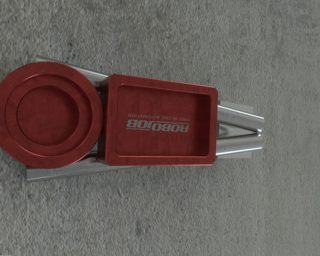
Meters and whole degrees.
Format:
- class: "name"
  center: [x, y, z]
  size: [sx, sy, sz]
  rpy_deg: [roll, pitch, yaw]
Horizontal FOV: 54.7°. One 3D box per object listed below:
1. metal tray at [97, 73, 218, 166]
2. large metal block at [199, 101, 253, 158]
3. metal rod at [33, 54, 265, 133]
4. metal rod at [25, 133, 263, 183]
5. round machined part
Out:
- class: "metal tray"
  center: [0.001, -0.005, 0.338]
  size: [0.131, 0.030, 0.089]
  rpy_deg: [3, 88, -28]
- class: "large metal block"
  center: [0.096, 0.004, 0.471]
  size: [0.081, 0.050, 0.080]
  rpy_deg: [5, 87, -40]
- class: "metal rod"
  center: [0.008, -0.033, 0.372]
  size: [0.302, 0.025, 0.025]
  rpy_deg: [12, 82, -27]
- class: "metal rod"
  center: [0.004, 0.030, 0.370]
  size: [0.303, 0.025, 0.025]
  rpy_deg: [-5, 93, -28]
- class: "round machined part"
  center: [-0.108, -0.012, 0.298]
  size: [0.099, 0.042, 0.097]
  rpy_deg: [0, 90, -30]
